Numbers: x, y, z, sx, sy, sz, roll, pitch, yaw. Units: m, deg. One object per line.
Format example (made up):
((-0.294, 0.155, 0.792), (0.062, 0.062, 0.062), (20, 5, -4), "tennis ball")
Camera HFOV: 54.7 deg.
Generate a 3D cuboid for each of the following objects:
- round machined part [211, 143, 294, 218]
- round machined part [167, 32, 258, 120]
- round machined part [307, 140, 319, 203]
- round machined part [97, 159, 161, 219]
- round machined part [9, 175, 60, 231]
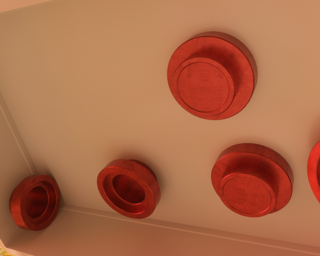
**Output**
((0.111, 0.071, 0.383), (0.098, 0.042, 0.097), (13, 124, 20), "round machined part")
((0.053, -0.051, 0.338), (0.098, 0.042, 0.097), (13, 124, 20), "round machined part")
((0.200, 0.048, 0.302), (0.098, 0.042, 0.097), (40, 137, 52), "round machined part")
((-0.043, 0.087, 0.473), (0.098, 0.042, 0.097), (13, 124, 20), "round machined part")
((-0.230, 0.133, 0.560), (0.042, 0.098, 0.097), (-2, 118, 22), "round machined part")
